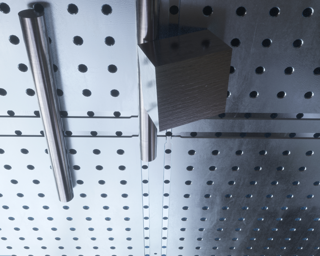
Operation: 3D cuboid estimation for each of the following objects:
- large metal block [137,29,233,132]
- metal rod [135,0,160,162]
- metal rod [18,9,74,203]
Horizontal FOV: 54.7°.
[{"bbox_3d":[0.026,-0.051,0.334,0.081,0.050,0.079,-17,133,-15],"label":"large metal block"},{"bbox_3d":[-0.014,-0.074,0.348,0.025,0.025,0.298,1,130,-1],"label":"metal rod"},{"bbox_3d":[-0.141,-0.002,0.408,0.025,0.025,0.298,3,130,-3],"label":"metal rod"}]
